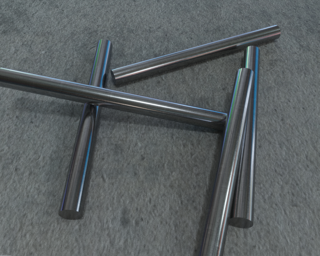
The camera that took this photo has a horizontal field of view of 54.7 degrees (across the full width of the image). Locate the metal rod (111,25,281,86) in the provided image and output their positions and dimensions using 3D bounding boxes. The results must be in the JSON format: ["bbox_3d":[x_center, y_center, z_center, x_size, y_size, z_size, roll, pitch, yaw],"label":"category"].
[{"bbox_3d":[0.067,-0.123,0.507,0.302,0.025,0.025,-19,53,-16],"label":"metal rod"}]

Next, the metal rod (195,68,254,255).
[{"bbox_3d":[0.075,0.045,0.347,0.025,0.025,0.300,13,57,10],"label":"metal rod"}]

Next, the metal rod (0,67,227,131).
[{"bbox_3d":[-0.057,-0.036,0.405,0.302,0.025,0.025,11,51,-2],"label":"metal rod"}]

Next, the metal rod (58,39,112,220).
[{"bbox_3d":[-0.093,-0.024,0.421,0.025,0.025,0.300,1,50,0],"label":"metal rod"}]

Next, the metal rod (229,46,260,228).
[{"bbox_3d":[0.118,-0.013,0.415,0.025,0.025,0.300,10,51,8],"label":"metal rod"}]
